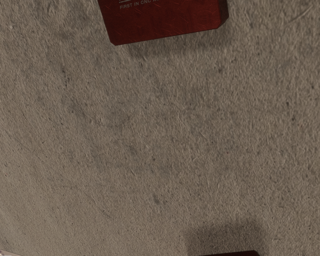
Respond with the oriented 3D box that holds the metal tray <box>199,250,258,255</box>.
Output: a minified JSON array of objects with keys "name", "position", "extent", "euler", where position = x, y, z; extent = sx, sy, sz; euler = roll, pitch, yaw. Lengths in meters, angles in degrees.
[{"name":"metal tray","position":[0.085,0.234,0.464],"extent":[0.130,0.090,0.030],"euler":[-24,106,36]}]

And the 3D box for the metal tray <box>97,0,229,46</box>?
[{"name":"metal tray","position":[-0.003,-0.140,0.317],"extent":[0.130,0.030,0.089],"euler":[-1,118,28]}]
